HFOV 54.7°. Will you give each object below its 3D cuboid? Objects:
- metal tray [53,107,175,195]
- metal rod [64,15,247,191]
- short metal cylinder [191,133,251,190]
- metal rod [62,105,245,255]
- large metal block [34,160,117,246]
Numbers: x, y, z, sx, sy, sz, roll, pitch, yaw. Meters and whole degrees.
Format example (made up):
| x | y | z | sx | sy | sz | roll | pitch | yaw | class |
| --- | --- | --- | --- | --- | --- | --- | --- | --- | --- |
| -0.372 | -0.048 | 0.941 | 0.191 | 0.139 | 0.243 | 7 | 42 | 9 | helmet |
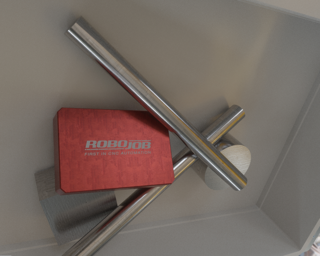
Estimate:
| x | y | z | sx | sy | sz | roll | pitch | yaw | class |
| --- | --- | --- | --- | --- | --- | --- | --- | --- | --- |
| -0.051 | 0.026 | 0.357 | 0.131 | 0.030 | 0.090 | 1 | 74 | -28 | metal tray |
| 0.014 | -0.011 | 0.371 | 0.025 | 0.025 | 0.300 | -46 | 117 | 4 | metal rod |
| 0.089 | 0.047 | 0.469 | 0.081 | 0.050 | 0.079 | -14 | 125 | -21 | short metal cylinder |
| 0.005 | 0.066 | 0.404 | 0.301 | 0.025 | 0.025 | -39 | 131 | -20 | metal rod |
| -0.101 | 0.088 | 0.387 | 0.081 | 0.050 | 0.079 | -18 | 126 | -19 | large metal block |
